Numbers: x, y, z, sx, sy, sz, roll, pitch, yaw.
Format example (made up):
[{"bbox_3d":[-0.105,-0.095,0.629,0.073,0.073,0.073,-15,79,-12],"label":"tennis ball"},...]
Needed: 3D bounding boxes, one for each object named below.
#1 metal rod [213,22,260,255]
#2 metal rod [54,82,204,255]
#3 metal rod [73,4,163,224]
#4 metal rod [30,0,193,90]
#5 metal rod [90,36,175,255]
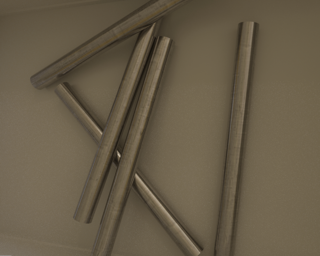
[{"bbox_3d":[0.092,0.024,0.377,0.025,0.025,0.298,6,92,19],"label":"metal rod"},{"bbox_3d":[-0.050,0.051,0.426,0.025,0.025,0.300,-45,77,14],"label":"metal rod"},{"bbox_3d":[-0.052,-0.021,0.408,0.025,0.025,0.299,19,89,18],"label":"metal rod"},{"bbox_3d":[-0.064,-0.120,0.408,0.300,0.025,0.025,-22,83,27],"label":"metal rod"},{"bbox_3d":[-0.035,0.027,0.399,0.025,0.025,0.299,16,87,19],"label":"metal rod"}]
